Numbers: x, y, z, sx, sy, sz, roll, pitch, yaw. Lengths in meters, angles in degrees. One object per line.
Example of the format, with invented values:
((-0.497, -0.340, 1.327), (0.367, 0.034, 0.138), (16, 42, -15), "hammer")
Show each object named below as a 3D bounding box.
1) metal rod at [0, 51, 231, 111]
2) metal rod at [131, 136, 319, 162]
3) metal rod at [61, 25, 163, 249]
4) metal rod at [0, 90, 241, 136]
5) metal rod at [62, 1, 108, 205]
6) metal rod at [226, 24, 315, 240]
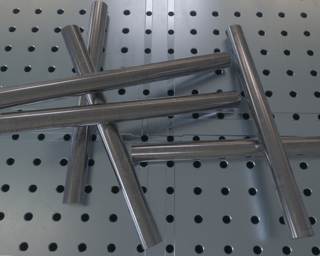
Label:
((-0.042, -0.065, 0.395), (0.302, 0.025, 0.025), (-14, 70, -21), "metal rod")
((0.115, 0.026, 0.402), (0.302, 0.025, 0.025), (-2, 70, -1), "metal rod")
((-0.066, 0.002, 0.392), (0.025, 0.025, 0.299), (-21, 78, -8), "metal rod")
((-0.038, -0.021, 0.380), (0.302, 0.025, 0.025), (-7, 70, -18), "metal rod")
((-0.100, -0.048, 0.428), (0.025, 0.025, 0.299), (2, 70, 1), "metal rod")
((0.130, -0.016, 0.395), (0.025, 0.025, 0.299), (-7, 62, -3), "metal rod")
